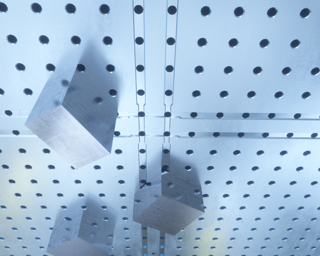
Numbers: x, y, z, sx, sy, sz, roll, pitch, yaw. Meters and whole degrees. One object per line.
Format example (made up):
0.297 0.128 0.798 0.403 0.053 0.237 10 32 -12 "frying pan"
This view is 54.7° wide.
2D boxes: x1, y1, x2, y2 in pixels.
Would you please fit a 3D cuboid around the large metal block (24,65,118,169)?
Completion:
-0.098 -0.013 0.363 0.050 0.080 0.080 -25 126 19 "large metal block"

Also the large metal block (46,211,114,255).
-0.144 0.208 0.570 0.080 0.050 0.080 -31 124 23 "large metal block"

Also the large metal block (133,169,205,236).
0.013 0.122 0.499 0.080 0.050 0.080 27 125 -22 "large metal block"
